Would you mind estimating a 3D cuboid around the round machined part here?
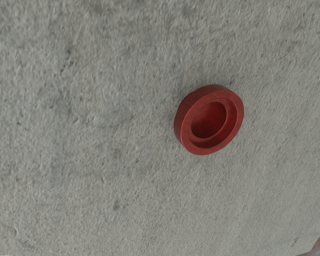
[{"bbox_3d":[0.062,-0.014,0.423,0.099,0.042,0.097,-14,125,-21],"label":"round machined part"}]
